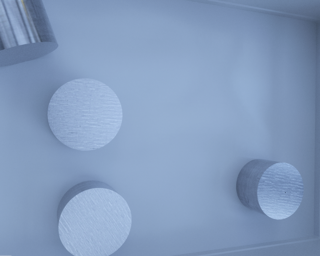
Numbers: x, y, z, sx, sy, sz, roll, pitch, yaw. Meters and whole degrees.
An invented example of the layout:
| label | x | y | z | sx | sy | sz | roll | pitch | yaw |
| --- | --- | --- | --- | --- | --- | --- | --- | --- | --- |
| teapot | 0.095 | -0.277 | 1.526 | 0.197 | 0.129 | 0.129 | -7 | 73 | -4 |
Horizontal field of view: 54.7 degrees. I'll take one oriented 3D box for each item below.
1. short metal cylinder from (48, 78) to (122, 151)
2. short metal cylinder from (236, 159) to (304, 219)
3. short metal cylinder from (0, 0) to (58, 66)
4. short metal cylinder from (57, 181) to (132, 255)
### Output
| label | x | y | z | sx | sy | sz | roll | pitch | yaw |
| --- | --- | --- | --- | --- | --- | --- | --- | --- | --- |
| short metal cylinder | -0.089 | -0.015 | 0.364 | 0.081 | 0.050 | 0.080 | 0 | 90 | -20 |
| short metal cylinder | 0.161 | 0.088 | 0.457 | 0.081 | 0.050 | 0.080 | 0 | 90 | -20 |
| short metal cylinder | -0.155 | -0.100 | 0.324 | 0.081 | 0.080 | 0.050 | -20 | 97 | -19 |
| short metal cylinder | -0.079 | 0.106 | 0.368 | 0.081 | 0.050 | 0.080 | 0 | 90 | -20 |
